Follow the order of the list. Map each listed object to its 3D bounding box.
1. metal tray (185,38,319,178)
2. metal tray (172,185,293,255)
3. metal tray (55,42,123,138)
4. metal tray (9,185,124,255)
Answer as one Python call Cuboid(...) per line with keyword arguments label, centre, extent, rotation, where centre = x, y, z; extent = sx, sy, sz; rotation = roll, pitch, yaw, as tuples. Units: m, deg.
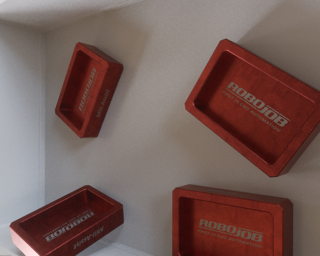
Cuboid(label="metal tray", centre=(0.097, -0.024, 0.322), extent=(0.130, 0.030, 0.089), rotation=(42, 115, 31))
Cuboid(label="metal tray", centre=(0.074, 0.116, 0.341), extent=(0.130, 0.030, 0.089), rotation=(0, 90, 39))
Cuboid(label="metal tray", centre=(-0.117, -0.060, 0.497), extent=(0.090, 0.030, 0.129), rotation=(37, 112, 33))
Cuboid(label="metal tray", centre=(-0.128, 0.135, 0.439), extent=(0.090, 0.131, 0.030), rotation=(18, 119, 38))
